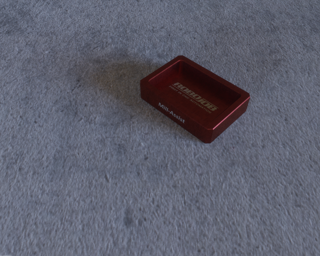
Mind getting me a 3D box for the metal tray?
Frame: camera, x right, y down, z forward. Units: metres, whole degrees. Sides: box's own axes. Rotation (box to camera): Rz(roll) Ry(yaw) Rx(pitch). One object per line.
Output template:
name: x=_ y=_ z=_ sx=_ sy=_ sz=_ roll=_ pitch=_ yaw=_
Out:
metal tray: x=0.047 y=-0.046 z=0.438 sx=0.130 sy=0.030 sz=0.090 roll=37 pitch=59 yaw=27
